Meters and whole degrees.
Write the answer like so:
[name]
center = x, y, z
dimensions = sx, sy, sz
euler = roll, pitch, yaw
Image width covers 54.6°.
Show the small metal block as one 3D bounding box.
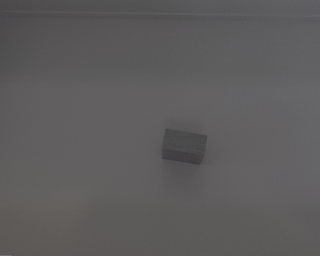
[small metal block]
center = 0.029, 0.024, 0.388
dimensions = 0.050, 0.050, 0.025
euler = 9, 71, 3
